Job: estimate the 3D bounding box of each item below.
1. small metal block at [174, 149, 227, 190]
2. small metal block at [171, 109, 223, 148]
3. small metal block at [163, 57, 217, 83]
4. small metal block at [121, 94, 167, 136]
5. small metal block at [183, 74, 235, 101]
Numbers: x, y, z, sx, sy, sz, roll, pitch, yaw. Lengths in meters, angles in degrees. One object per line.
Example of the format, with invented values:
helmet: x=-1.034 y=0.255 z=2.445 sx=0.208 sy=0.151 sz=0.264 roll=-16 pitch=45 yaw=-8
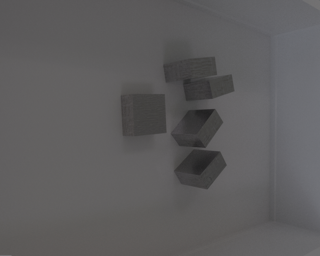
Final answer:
small metal block: x=0.057 y=0.057 z=0.438 sx=0.050 sy=0.050 sz=0.025 roll=-43 pitch=116 yaw=-31
small metal block: x=0.052 y=0.000 z=0.433 sx=0.050 sy=0.050 sz=0.025 roll=-51 pitch=120 yaw=-28
small metal block: x=0.041 y=-0.080 z=0.424 sx=0.050 sy=0.050 sz=0.025 roll=-15 pitch=100 yaw=-39
small metal block: x=-0.020 y=-0.017 z=0.390 sx=0.050 sy=0.025 sz=0.050 roll=-5 pitch=93 yaw=-40
small metal block: x=0.071 y=-0.058 z=0.449 sx=0.050 sy=0.050 sz=0.025 roll=-21 pitch=103 yaw=-38
